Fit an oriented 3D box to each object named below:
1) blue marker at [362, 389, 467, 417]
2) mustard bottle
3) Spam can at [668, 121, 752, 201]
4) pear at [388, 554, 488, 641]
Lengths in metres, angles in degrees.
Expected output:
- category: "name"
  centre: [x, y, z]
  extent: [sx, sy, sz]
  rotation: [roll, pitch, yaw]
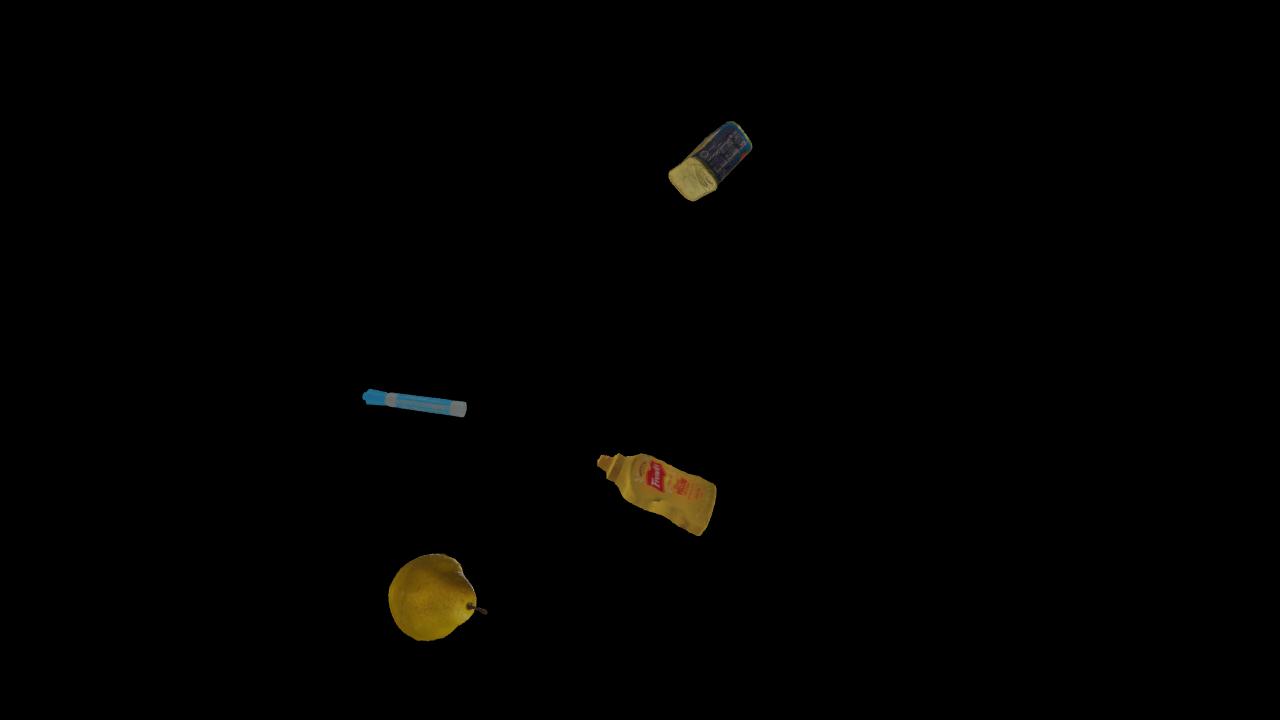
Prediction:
- category: "blue marker"
  centre: [-0.267, 0.051, 0.729]
  extent: [0.121, 0.020, 0.020]
  rotation: [8, 0, 0]
- category: "mustard bottle"
  centre: [0.020, 0.188, 0.920]
  extent: [0.184, 0.054, 0.092]
  rotation: [25, 43, 0]
- category: "Spam can"
  centre: [0.100, -0.282, 0.875]
  extent: [0.058, 0.085, 0.101]
  rotation: [46, -14, -15]
- category: "pear"
  centre: [-0.186, 0.222, 0.577]
  extent: [0.111, 0.080, 0.080]
  rotation: [-20, -14, 42]
